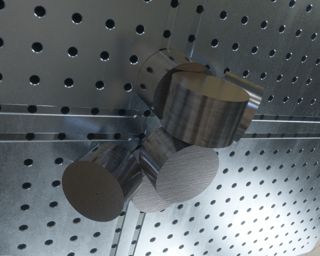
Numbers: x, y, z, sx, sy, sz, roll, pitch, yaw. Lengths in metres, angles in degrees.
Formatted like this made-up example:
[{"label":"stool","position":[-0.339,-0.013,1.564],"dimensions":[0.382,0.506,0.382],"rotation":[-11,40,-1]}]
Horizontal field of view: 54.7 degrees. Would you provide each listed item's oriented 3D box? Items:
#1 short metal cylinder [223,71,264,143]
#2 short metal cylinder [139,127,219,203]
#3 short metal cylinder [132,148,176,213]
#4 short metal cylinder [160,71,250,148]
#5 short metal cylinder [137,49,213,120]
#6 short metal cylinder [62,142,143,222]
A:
[{"label":"short metal cylinder","position":[0.091,-0.027,0.400],"dimensions":[0.050,0.080,0.079],"rotation":[26,109,5]},{"label":"short metal cylinder","position":[0.022,0.041,0.366],"dimensions":[0.081,0.050,0.079],"rotation":[-14,124,-21]},{"label":"short metal cylinder","position":[-0.010,0.071,0.432],"dimensions":[0.081,0.050,0.079],"rotation":[-14,125,-21]},{"label":"short metal cylinder","position":[0.045,-0.021,0.321],"dimensions":[0.081,0.080,0.050],"rotation":[0,118,-29]},{"label":"short metal cylinder","position":[0.019,-0.049,0.374],"dimensions":[0.081,0.050,0.079],"rotation":[-14,125,-21]},{"label":"short metal cylinder","position":[-0.068,0.064,0.371],"dimensions":[0.050,0.080,0.079],"rotation":[-46,152,-60]}]
